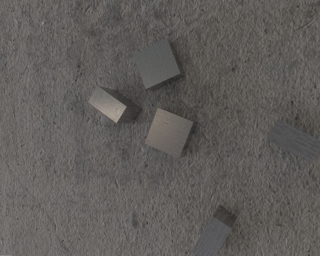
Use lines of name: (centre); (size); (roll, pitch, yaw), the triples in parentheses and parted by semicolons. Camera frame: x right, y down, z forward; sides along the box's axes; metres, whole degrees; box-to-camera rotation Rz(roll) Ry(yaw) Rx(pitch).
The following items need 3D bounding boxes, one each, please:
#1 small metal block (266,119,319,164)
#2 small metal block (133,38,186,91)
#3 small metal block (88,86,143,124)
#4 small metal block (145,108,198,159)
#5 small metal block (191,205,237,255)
small metal block: (0.148, 0.013, 0.343); (0.050, 0.050, 0.025); (30, 100, 17)
small metal block: (-0.001, -0.083, 0.409); (0.050, 0.025, 0.050); (-22, 83, 18)
small metal block: (-0.059, -0.030, 0.416); (0.050, 0.050, 0.025); (36, 102, 16)
small metal block: (0.015, 0.006, 0.404); (0.050, 0.025, 0.050); (23, 98, 18)
small metal block: (0.066, 0.126, 0.372); (0.025, 0.050, 0.050); (31, 100, 17)
